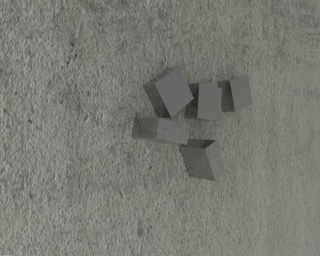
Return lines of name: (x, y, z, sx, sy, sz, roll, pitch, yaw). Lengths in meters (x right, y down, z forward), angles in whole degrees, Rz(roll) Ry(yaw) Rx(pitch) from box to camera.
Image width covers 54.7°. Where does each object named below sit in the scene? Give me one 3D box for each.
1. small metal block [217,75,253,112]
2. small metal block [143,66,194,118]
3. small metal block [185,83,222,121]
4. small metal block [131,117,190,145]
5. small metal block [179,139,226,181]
small metal block: (0.123, -0.057, 0.508, 0.050, 0.025, 0.050, -21, 103, -38)
small metal block: (0.012, -0.048, 0.414, 0.050, 0.025, 0.050, -41, 115, -32)
small metal block: (0.065, -0.037, 0.459, 0.050, 0.025, 0.050, 5, 87, -40)
small metal block: (0.000, 0.004, 0.388, 0.050, 0.050, 0.025, 13, 82, -39)
small metal block: (0.060, 0.044, 0.438, 0.025, 0.050, 0.050, -32, 110, -36)
